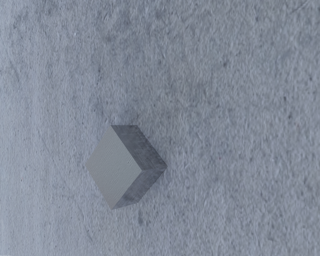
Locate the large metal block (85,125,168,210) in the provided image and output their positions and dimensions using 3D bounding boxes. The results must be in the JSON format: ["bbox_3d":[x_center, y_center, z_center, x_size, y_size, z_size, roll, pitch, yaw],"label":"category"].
[{"bbox_3d":[-0.049,0.052,0.430,0.080,0.050,0.080,52,120,27],"label":"large metal block"}]
